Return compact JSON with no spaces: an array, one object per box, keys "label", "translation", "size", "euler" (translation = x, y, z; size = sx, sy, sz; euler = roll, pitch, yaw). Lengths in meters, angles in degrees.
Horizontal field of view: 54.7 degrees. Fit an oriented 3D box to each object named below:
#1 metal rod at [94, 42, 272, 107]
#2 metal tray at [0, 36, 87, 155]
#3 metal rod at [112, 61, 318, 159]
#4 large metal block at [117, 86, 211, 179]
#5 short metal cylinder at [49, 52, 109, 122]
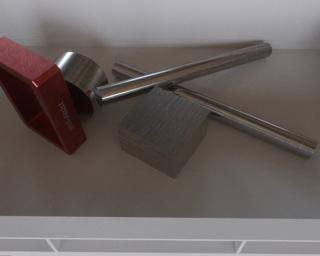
[{"label":"metal rod","translation":[0.051,-0.084,0.449],"size":[0.302,0.025,0.025],"euler":[-20,53,-27]},{"label":"metal tray","translation":[-0.141,-0.032,0.361],"size":[0.090,0.129,0.030],"euler":[29,59,21]},{"label":"metal rod","translation":[0.061,-0.033,0.433],"size":[0.301,0.025,0.025],"euler":[25,54,19]},{"label":"large metal block","translation":[0.006,0.003,0.386],"size":[0.080,0.050,0.080],"euler":[27,55,20]},{"label":"short metal cylinder","translation":[-0.116,-0.053,0.412],"size":[0.080,0.080,0.050],"euler":[12,51,10]}]
